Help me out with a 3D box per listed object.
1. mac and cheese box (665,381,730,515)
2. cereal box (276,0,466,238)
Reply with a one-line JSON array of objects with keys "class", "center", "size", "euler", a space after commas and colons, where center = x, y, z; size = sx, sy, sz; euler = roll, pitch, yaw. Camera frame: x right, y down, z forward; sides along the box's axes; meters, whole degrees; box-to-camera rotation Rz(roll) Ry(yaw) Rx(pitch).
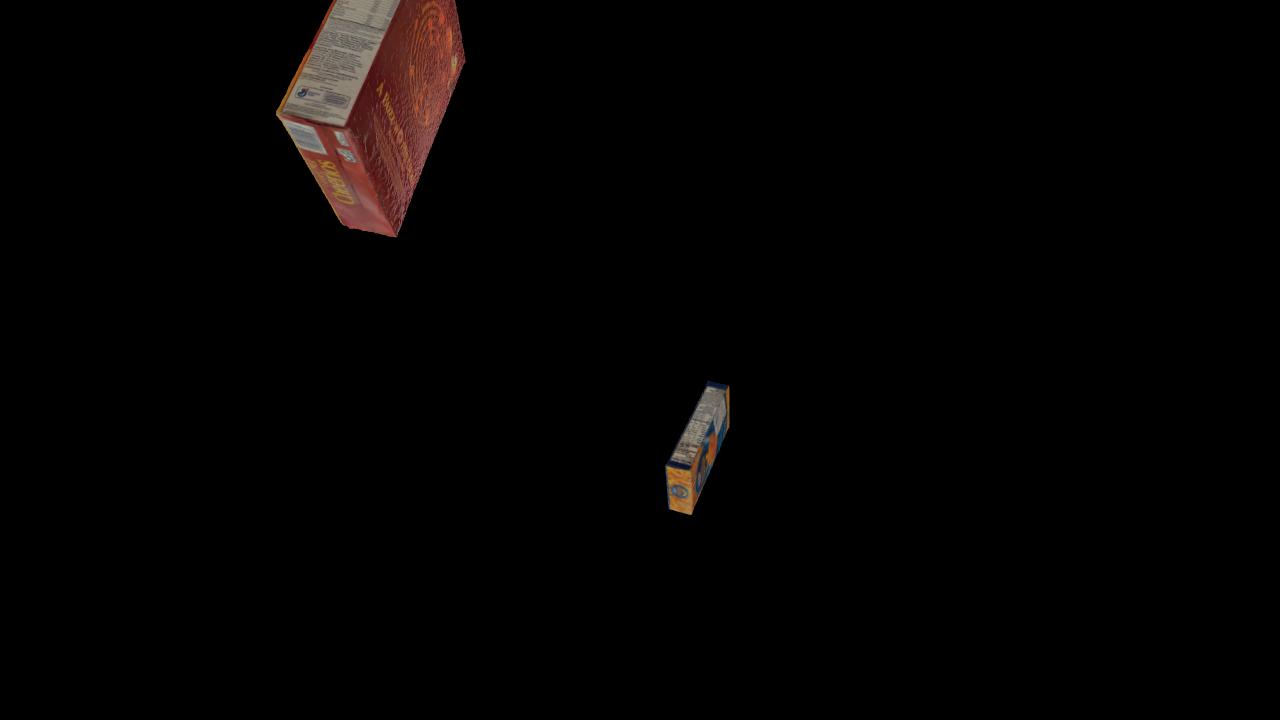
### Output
[{"class": "mac and cheese box", "center": [0.087, 0.123, 0.891], "size": [0.041, 0.093, 0.184], "euler": [12, 41, 20]}, {"class": "cereal box", "center": [-0.295, -0.329, 0.723], "size": [0.081, 0.306, 0.203], "euler": [12, -20, -3]}]
